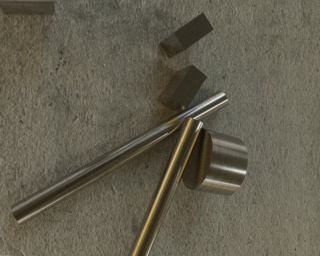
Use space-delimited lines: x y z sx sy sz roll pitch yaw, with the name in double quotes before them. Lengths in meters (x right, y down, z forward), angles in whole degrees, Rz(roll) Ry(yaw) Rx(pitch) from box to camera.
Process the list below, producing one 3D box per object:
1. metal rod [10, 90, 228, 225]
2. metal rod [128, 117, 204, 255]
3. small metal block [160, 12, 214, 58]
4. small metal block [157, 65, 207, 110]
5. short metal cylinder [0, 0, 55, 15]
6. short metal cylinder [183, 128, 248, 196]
"metal rod" -0.037 0.028 0.395 0.302 0.025 0.025 -29 100 -18
"metal rod" -0.013 0.128 0.390 0.025 0.025 0.299 24 87 -19
"small metal block" 0.034 -0.121 0.408 0.050 0.050 0.025 -39 103 -16
"small metal block" 0.028 -0.051 0.406 0.025 0.050 0.050 36 78 -17
"short metal cylinder" -0.143 -0.161 0.327 0.050 0.080 0.079 -7 93 -20
"short metal cylinder" 0.069 0.045 0.405 0.050 0.080 0.080 15 85 -20
